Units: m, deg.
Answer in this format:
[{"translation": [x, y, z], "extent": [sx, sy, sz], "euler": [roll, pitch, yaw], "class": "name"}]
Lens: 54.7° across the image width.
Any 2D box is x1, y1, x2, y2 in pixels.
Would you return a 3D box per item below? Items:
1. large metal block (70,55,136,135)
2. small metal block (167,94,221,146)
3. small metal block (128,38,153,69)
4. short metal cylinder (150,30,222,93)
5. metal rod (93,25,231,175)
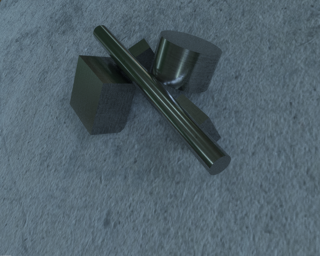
[{"translation": [-0.083, -0.047, 0.437], "extent": [0.080, 0.050, 0.079], "euler": [47, 129, 38], "class": "large metal block"}, {"translation": [0.041, -0.006, 0.367], "extent": [0.025, 0.050, 0.050], "euler": [-42, 51, 0], "class": "small metal block"}, {"translation": [-0.029, -0.096, 0.462], "extent": [0.050, 0.050, 0.025], "euler": [-34, 52, 6], "class": "small metal block"}, {"translation": [0.032, -0.086, 0.397], "extent": [0.080, 0.081, 0.050], "euler": [45, 129, 39], "class": "short metal cylinder"}, {"translation": [-0.017, -0.056, 0.383], "extent": [0.025, 0.025, 0.300], "euler": [-40, 51, 1], "class": "metal rod"}]
